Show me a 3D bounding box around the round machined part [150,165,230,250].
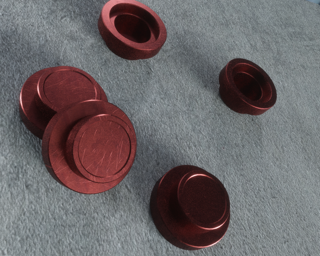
[{"bbox_3d":[0.042,0.088,0.362,0.099,0.042,0.098,14,56,-21],"label":"round machined part"}]

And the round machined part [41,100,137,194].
[{"bbox_3d":[-0.065,0.020,0.318,0.099,0.042,0.097,-2,93,-37],"label":"round machined part"}]

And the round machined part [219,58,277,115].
[{"bbox_3d":[0.137,-0.062,0.504,0.099,0.042,0.098,14,56,-21],"label":"round machined part"}]

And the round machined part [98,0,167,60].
[{"bbox_3d":[-0.043,-0.139,0.454,0.099,0.042,0.098,14,56,-21],"label":"round machined part"}]

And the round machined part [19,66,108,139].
[{"bbox_3d":[-0.106,-0.032,0.355,0.099,0.042,0.098,14,56,-21],"label":"round machined part"}]
